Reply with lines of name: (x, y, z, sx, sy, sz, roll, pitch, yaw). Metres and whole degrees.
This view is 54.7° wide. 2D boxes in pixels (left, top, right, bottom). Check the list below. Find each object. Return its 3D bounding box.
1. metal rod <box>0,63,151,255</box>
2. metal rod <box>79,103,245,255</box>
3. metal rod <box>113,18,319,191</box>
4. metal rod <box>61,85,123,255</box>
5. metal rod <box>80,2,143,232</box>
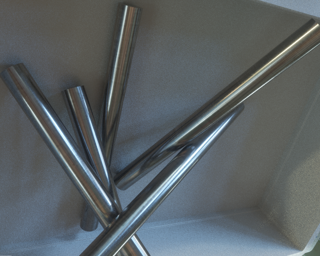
metal rod: (-0.068, 0.070, 0.325, 0.025, 0.025, 0.299, -32, 100, -8)
metal rod: (0.021, 0.048, 0.364, 0.302, 0.025, 0.025, -42, 135, -36)
metal rod: (0.049, -0.010, 0.361, 0.025, 0.025, 0.299, 28, 125, -38)
metal rod: (-0.055, 0.099, 0.357, 0.025, 0.025, 0.298, -18, 100, -18)
metal rod: (-0.065, 0.006, 0.376, 0.025, 0.025, 0.298, 1, 118, -29)
